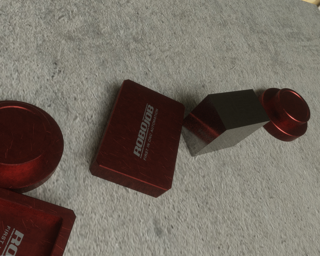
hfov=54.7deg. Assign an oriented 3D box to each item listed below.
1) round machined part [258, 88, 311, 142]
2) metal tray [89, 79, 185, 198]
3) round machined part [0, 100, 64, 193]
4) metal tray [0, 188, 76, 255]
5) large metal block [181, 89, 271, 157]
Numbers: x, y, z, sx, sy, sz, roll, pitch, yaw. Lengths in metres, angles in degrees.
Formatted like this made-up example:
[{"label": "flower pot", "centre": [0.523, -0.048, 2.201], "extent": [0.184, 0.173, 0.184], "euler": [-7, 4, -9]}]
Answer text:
[{"label": "round machined part", "centre": [0.216, -0.029, 0.530], "extent": [0.099, 0.042, 0.098], "euler": [14, 56, -21]}, {"label": "metal tray", "centre": [-0.023, 0.010, 0.384], "extent": [0.090, 0.030, 0.130], "euler": [23, 53, -15]}, {"label": "round machined part", "centre": [-0.146, 0.013, 0.307], "extent": [0.099, 0.042, 0.098], "euler": [14, 56, -21]}, {"label": "metal tray", "centre": [-0.135, 0.120, 0.254], "extent": [0.090, 0.030, 0.130], "euler": [23, 53, -15]}, {"label": "large metal block", "centre": [0.085, -0.007, 0.420], "extent": [0.081, 0.080, 0.050], "euler": [-10, 67, -33]}]
